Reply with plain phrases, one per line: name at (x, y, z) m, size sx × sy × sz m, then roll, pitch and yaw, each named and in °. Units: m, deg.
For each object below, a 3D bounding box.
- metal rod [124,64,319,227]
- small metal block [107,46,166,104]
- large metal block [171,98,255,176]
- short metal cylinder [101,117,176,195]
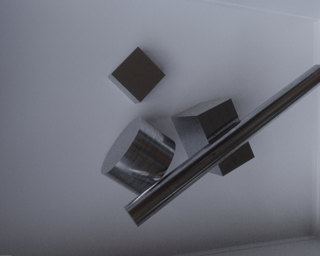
metal rod at (0.089, 0.009, 0.359) m, size 0.302 × 0.025 × 0.025 m, roll -34°, pitch 102°, yaw -17°
small metal block at (-0.030, -0.067, 0.400) m, size 0.050 × 0.025 × 0.050 m, roll 44°, pitch 76°, yaw -15°
large metal block at (0.066, 0.011, 0.407) m, size 0.050 × 0.080 × 0.080 m, roll -27°, pitch 99°, yaw -18°
short metal cylinder at (-0.027, 0.034, 0.372) m, size 0.050 × 0.080 × 0.080 m, roll 36°, pitch 78°, yaw -17°
